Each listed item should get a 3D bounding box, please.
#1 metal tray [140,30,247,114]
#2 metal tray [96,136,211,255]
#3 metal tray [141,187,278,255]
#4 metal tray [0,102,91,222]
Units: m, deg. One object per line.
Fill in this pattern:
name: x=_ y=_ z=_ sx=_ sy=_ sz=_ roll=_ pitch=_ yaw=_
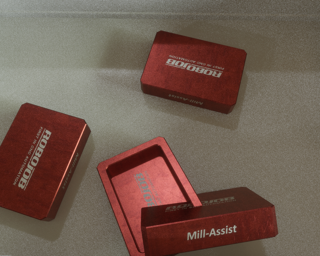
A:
metal tray: x=0.047 y=-0.079 z=0.436 sx=0.131 sy=0.030 sz=0.090 roll=15 pitch=71 yaw=5
metal tray: x=-0.009 y=0.081 z=0.357 sx=0.091 sy=0.030 sz=0.130 roll=-24 pitch=55 yaw=-9
metal tray: x=0.046 y=0.097 z=0.337 sx=0.131 sy=0.090 sz=0.030 roll=-8 pitch=92 yaw=-3
metal tray: x=-0.155 y=0.041 z=0.391 sx=0.090 sy=0.030 sz=0.130 roll=17 pitch=71 yaw=6
